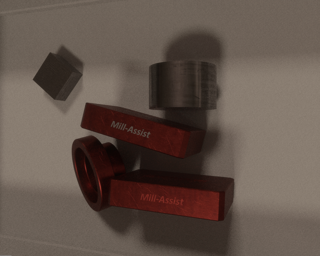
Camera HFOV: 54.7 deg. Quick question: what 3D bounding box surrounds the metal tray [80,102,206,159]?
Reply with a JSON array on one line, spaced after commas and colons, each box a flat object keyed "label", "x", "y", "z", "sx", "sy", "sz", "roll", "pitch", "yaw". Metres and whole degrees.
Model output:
[{"label": "metal tray", "x": -0.017, "y": 0.001, "z": 0.381, "sx": 0.130, "sy": 0.090, "sz": 0.030, "roll": 16, "pitch": 96, "yaw": 19}]

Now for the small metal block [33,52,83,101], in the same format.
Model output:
[{"label": "small metal block", "x": -0.153, "y": -0.076, "z": 0.463, "sx": 0.050, "sy": 0.025, "sz": 0.050, "roll": 41, "pitch": 102, "yaw": 15}]

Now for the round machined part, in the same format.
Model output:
[{"label": "round machined part", "x": -0.079, "y": 0.057, "z": 0.411, "sx": 0.098, "sy": 0.042, "sz": 0.097, "roll": 32, "pitch": 129, "yaw": 49}]

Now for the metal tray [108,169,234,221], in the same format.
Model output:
[{"label": "metal tray", "x": 0.017, "y": 0.075, "z": 0.369, "sx": 0.130, "sy": 0.090, "sz": 0.030, "roll": 3, "pitch": 91, "yaw": 19}]

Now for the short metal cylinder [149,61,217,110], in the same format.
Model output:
[{"label": "short metal cylinder", "x": 0.027, "y": -0.048, "z": 0.371, "sx": 0.080, "sy": 0.080, "sz": 0.050, "roll": 0, "pitch": 90, "yaw": 19}]
